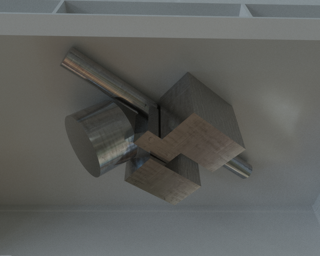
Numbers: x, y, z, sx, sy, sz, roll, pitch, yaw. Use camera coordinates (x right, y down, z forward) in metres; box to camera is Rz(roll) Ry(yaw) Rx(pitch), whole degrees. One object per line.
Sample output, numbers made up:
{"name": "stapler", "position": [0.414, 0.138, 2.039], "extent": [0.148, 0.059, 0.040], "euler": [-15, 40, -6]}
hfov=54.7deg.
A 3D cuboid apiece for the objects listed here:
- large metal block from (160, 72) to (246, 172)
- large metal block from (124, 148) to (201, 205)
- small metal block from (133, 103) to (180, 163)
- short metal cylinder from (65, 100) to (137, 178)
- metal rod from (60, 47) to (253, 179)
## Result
{"name": "large metal block", "position": [0.048, -0.007, 0.367], "extent": [0.080, 0.080, 0.050], "euler": [33, 123, -25]}
{"name": "large metal block", "position": [0.004, 0.042, 0.408], "extent": [0.080, 0.080, 0.050], "euler": [32, 123, -25]}
{"name": "small metal block", "position": [-0.002, 0.006, 0.366], "extent": [0.050, 0.050, 0.025], "euler": [33, 122, -25]}
{"name": "short metal cylinder", "position": [-0.072, 0.012, 0.373], "extent": [0.050, 0.080, 0.079], "euler": [-28, 138, -30]}
{"name": "metal rod", "position": [0.013, -0.007, 0.403], "extent": [0.301, 0.025, 0.025], "euler": [32, 123, -25]}
